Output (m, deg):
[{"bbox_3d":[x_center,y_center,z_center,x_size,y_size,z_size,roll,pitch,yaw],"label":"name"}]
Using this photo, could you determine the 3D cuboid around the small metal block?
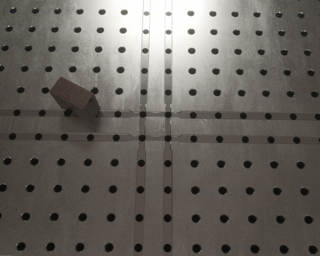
[{"bbox_3d":[-0.111,-0.036,0.410,0.050,0.050,0.025,27,72,9],"label":"small metal block"}]
